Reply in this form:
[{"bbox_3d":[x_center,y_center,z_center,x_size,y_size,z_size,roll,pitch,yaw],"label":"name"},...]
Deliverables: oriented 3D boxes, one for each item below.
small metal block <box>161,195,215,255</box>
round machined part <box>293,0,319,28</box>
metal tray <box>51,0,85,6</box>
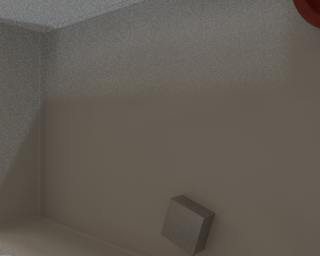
[{"bbox_3d":[0.033,0.117,0.378,0.050,0.025,0.050,23,104,37],"label":"small metal block"},{"bbox_3d":[0.157,-0.131,0.247,0.098,0.042,0.097,167,90,-69],"label":"round machined part"},{"bbox_3d":[-0.172,-0.232,0.480,0.090,0.131,0.030,4,93,39],"label":"metal tray"}]
